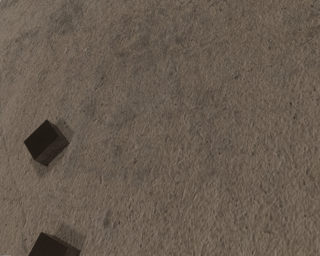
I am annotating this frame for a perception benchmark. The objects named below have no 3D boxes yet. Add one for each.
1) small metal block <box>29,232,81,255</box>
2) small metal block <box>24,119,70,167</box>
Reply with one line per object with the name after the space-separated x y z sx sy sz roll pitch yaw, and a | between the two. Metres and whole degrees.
-0.132 0.161 0.372 0.050 0.025 0.050 12 68 33 | small metal block
-0.176 0.023 0.480 0.050 0.025 0.050 -46 51 -4 | small metal block
